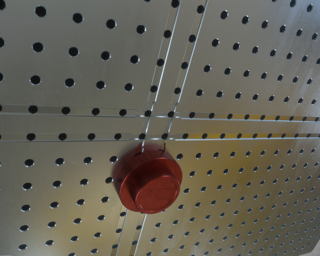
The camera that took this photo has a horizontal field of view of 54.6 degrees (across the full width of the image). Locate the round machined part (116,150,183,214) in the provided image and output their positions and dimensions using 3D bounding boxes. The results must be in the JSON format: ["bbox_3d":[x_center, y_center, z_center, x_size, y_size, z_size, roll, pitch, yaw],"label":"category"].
[{"bbox_3d":[-0.010,0.084,0.446,0.099,0.042,0.097,-14,124,-21],"label":"round machined part"}]
